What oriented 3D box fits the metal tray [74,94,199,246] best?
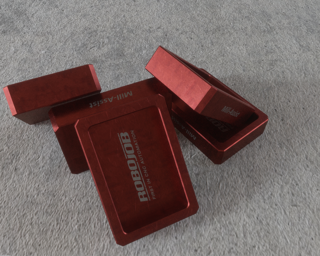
[{"bbox_3d":[-0.022,0.040,0.314,0.091,0.030,0.129,-20,98,-16],"label":"metal tray"}]

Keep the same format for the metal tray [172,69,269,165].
[{"bbox_3d":[0.066,-0.022,0.420,0.091,0.030,0.130,-31,57,-24],"label":"metal tray"}]

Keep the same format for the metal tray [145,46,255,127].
[{"bbox_3d":[0.053,-0.046,0.371,0.090,0.030,0.131,45,18,30],"label":"metal tray"}]

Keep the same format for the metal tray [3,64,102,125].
[{"bbox_3d":[-0.123,-0.036,0.372,0.091,0.130,0.030,-19,92,-16],"label":"metal tray"}]

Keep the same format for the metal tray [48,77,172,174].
[{"bbox_3d":[-0.052,-0.002,0.363,0.131,0.089,0.030,-20,53,-16],"label":"metal tray"}]
